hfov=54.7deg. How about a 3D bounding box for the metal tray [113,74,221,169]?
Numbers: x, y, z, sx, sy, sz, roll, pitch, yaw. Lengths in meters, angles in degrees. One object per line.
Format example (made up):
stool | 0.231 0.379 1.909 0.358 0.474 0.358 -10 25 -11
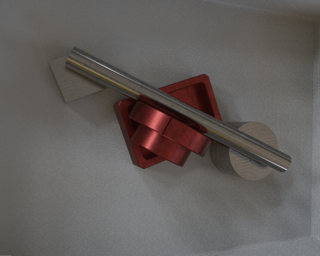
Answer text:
metal tray | 0.015 -0.011 0.412 0.131 0.030 0.090 -20 97 -19

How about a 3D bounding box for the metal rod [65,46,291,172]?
metal rod | 0.032 -0.016 0.378 0.301 0.025 0.025 26 81 -12

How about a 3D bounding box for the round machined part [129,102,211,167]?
round machined part | 0.006 0.011 0.360 0.098 0.098 0.042 29 88 -18

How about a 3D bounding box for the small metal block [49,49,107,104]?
small metal block | -0.099 -0.062 0.373 0.050 0.025 0.050 -23 98 -19

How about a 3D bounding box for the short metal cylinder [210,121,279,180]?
short metal cylinder | 0.119 0.031 0.441 0.081 0.050 0.079 0 90 -21
